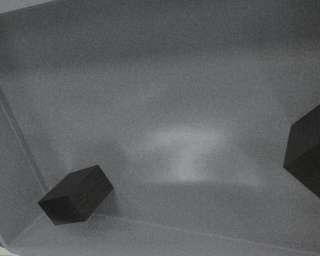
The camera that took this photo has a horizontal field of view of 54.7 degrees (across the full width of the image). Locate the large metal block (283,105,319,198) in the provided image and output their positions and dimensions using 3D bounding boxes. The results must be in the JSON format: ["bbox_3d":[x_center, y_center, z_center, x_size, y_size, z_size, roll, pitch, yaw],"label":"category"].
[{"bbox_3d":[0.169,0.010,0.290,0.050,0.080,0.080,41,129,0],"label":"large metal block"}]

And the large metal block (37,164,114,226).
[{"bbox_3d":[-0.139,0.112,0.515,0.080,0.080,0.050,-19,108,35],"label":"large metal block"}]
